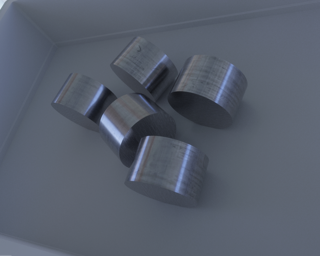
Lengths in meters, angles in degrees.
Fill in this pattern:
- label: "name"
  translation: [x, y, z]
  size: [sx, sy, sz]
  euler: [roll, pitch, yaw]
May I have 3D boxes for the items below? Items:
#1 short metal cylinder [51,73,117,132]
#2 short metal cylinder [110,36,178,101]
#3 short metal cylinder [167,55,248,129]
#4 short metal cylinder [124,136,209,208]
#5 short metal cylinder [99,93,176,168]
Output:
- label: "short metal cylinder"
  translation: [-0.108, -0.035, 0.449]
  size: [0.080, 0.080, 0.050]
  euler: [15, 69, 34]
- label: "short metal cylinder"
  translation: [-0.022, -0.080, 0.431]
  size: [0.080, 0.080, 0.050]
  euler: [33, 80, 38]
- label: "short metal cylinder"
  translation: [0.056, -0.041, 0.366]
  size: [0.080, 0.080, 0.050]
  euler: [14, 69, 34]
- label: "short metal cylinder"
  translation: [0.008, 0.049, 0.336]
  size: [0.080, 0.080, 0.050]
  euler: [5, 64, 30]
- label: "short metal cylinder"
  translation: [-0.027, 0.003, 0.383]
  size: [0.080, 0.080, 0.050]
  euler: [-45, 51, -3]
